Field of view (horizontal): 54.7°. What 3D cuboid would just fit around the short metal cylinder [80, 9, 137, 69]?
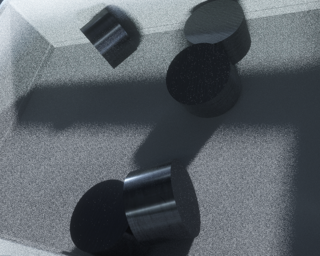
[{"bbox_3d":[-0.082,-0.142,0.499,0.050,0.080,0.080,-41,51,1],"label":"short metal cylinder"}]

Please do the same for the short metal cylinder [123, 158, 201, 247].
[{"bbox_3d":[0.004,0.077,0.320,0.050,0.080,0.080,-19,55,17],"label":"short metal cylinder"}]

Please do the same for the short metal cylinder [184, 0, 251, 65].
[{"bbox_3d":[0.080,-0.128,0.426,0.080,0.050,0.080,-13,56,20],"label":"short metal cylinder"}]

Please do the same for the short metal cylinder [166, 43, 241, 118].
[{"bbox_3d":[0.055,-0.058,0.386,0.080,0.050,0.080,-9,70,25],"label":"short metal cylinder"}]

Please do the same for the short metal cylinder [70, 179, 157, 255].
[{"bbox_3d":[-0.051,0.105,0.344,0.080,0.050,0.080,-17,47,20],"label":"short metal cylinder"}]
